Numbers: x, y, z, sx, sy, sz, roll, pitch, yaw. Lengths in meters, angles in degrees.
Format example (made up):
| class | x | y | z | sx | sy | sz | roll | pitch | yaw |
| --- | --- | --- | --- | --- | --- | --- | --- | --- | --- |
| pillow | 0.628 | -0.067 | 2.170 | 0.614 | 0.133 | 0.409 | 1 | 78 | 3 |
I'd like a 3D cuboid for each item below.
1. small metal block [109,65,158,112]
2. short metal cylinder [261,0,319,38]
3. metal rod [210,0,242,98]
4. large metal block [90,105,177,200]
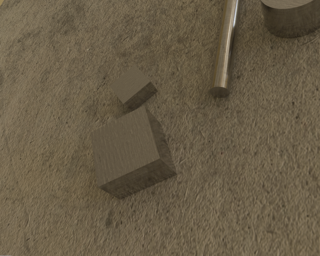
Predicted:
| class | x | y | z | sx | sy | sz | roll | pitch | yaw |
| --- | --- | --- | --- | --- | --- | --- | --- | --- | --- |
| small metal block | -0.040 | -0.059 | 0.461 | 0.050 | 0.025 | 0.050 | -40 | 51 | 1 |
| short metal cylinder | 0.173 | -0.163 | 0.397 | 0.080 | 0.050 | 0.080 | -13 | 56 | 21 |
| metal rod | 0.106 | -0.177 | 0.456 | 0.025 | 0.025 | 0.300 | -1 | 61 | 27 |
| large metal block | -0.035 | 0.031 | 0.387 | 0.080 | 0.050 | 0.080 | -26 | 53 | 12 |
